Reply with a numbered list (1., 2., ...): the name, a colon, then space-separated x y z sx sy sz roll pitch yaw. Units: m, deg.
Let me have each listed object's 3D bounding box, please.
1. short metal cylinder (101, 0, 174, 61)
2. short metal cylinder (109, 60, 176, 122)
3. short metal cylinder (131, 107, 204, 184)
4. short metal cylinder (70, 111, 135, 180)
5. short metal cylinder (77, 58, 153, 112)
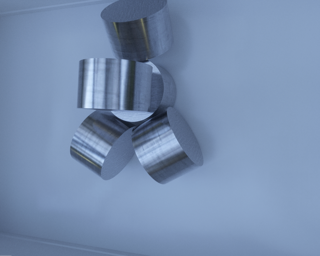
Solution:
1. short metal cylinder: -0.027 -0.125 0.382 0.080 0.080 0.050 4 134 20
2. short metal cylinder: -0.025 -0.047 0.403 0.080 0.050 0.080 0 90 20
3. short metal cylinder: 0.010 0.021 0.376 0.050 0.080 0.080 -30 80 18
4. short metal cylinder: -0.069 0.021 0.404 0.050 0.080 0.080 31 100 18
5. short metal cylinder: -0.050 -0.044 0.343 0.080 0.080 0.050 4 91 20
